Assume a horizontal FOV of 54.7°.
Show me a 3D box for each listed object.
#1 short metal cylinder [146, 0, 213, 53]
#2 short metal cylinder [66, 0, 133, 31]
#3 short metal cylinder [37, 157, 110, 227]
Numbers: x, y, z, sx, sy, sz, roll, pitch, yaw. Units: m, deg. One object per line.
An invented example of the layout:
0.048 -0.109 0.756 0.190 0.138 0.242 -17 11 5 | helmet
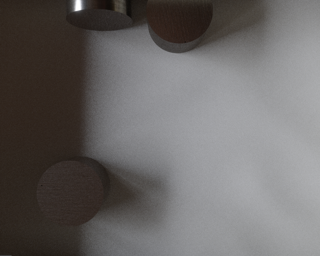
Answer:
0.024 -0.142 0.399 0.081 0.050 0.080 0 90 0 | short metal cylinder
-0.075 -0.157 0.383 0.081 0.080 0.050 -1 90 0 | short metal cylinder
-0.108 0.079 0.398 0.081 0.050 0.080 0 90 0 | short metal cylinder
